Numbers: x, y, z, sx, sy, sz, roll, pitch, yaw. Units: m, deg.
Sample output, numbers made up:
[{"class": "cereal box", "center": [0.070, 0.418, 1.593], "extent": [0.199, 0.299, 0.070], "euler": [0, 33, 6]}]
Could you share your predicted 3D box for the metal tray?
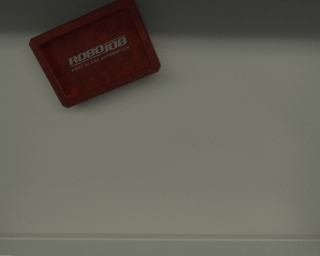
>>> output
[{"class": "metal tray", "center": [-0.075, -0.089, 0.374], "extent": [0.130, 0.030, 0.090], "euler": [-21, 109, 7]}]
